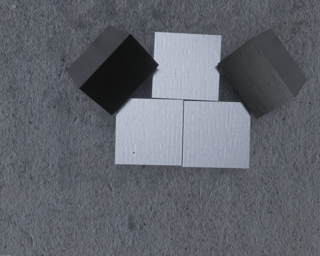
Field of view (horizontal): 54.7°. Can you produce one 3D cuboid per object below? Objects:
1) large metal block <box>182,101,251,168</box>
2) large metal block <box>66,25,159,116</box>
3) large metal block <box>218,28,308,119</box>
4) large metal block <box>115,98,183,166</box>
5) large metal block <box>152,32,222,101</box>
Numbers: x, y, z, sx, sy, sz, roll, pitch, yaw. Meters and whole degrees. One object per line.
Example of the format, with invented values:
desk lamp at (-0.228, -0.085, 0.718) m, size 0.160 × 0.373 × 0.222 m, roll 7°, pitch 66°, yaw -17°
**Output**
large metal block at (0.068, 0.008, 0.398) m, size 0.081 × 0.050 × 0.079 m, roll 1°, pitch 90°, yaw -1°
large metal block at (-0.060, -0.073, 0.376) m, size 0.080 × 0.080 × 0.050 m, roll -47°, pitch 125°, yaw 0°
large metal block at (0.128, -0.069, 0.379) m, size 0.050 × 0.080 × 0.080 m, roll -35°, pitch 90°, yaw 40°
large metal block at (-0.013, 0.004, 0.398) m, size 0.081 × 0.050 × 0.079 m, roll 1°, pitch 90°, yaw -1°
large metal block at (0.032, -0.075, 0.399) m, size 0.081 × 0.050 × 0.079 m, roll 3°, pitch 90°, yaw -1°
